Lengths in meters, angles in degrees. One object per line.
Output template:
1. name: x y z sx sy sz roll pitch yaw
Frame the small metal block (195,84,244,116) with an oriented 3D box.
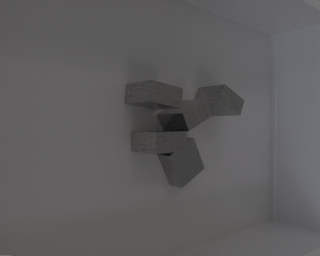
1. small metal block: 0.089 -0.040 0.464 0.050 0.050 0.025 29 72 -36

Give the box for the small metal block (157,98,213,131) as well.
1. small metal block: 0.034 -0.018 0.418 0.050 0.050 0.025 -31 110 -36

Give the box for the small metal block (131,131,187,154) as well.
1. small metal block: -0.001 0.017 0.389 0.050 0.050 0.025 -2 91 -40

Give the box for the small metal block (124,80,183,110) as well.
1. small metal block: -0.008 -0.040 0.383 0.050 0.050 0.025 9 85 -40

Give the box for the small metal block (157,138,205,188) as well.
1. small metal block: 0.030 0.047 0.432 0.050 0.025 0.050 -34 111 -35
